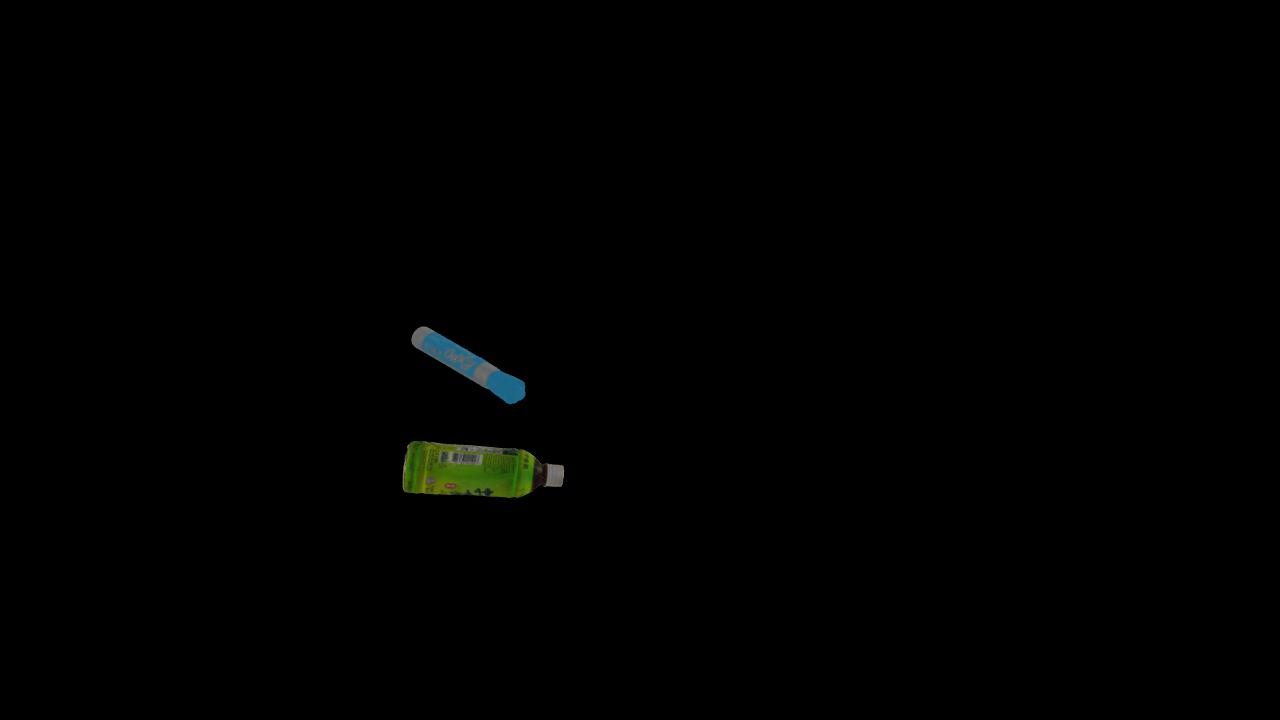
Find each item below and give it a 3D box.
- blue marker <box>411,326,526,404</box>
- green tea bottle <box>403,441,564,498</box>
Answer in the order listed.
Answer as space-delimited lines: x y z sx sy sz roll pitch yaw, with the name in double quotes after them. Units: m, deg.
-0.128 0.003 0.455 0.121 0.020 0.020 25 14 33 "blue marker"
-0.211 0.153 0.846 0.212 0.073 0.073 6 -1 -12 "green tea bottle"
